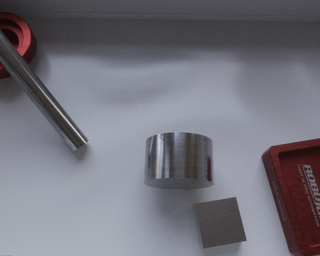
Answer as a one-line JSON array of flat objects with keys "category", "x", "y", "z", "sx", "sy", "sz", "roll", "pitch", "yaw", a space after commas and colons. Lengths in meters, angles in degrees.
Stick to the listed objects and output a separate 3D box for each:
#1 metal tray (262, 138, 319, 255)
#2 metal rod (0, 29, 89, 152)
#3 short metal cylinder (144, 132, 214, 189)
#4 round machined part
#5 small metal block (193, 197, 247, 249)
[{"category": "metal tray", "x": 0.189, "y": 0.081, "z": 0.379, "sx": 0.091, "sy": 0.030, "sz": 0.129, "roll": -9, "pitch": 70, "yaw": -4}, {"category": "metal rod", "x": -0.192, "y": -0.095, "z": 0.381, "sx": 0.025, "sy": 0.025, "sz": 0.299, "roll": -39, "pitch": 98, "yaw": -13}, {"category": "short metal cylinder", "x": 0.022, "y": 0.041, "z": 0.366, "sx": 0.081, "sy": 0.080, "sz": 0.050, "roll": 1, "pitch": 70, "yaw": 0}, {"category": "round machined part", "x": -0.224, "y": -0.112, "z": 0.439, "sx": 0.099, "sy": 0.042, "sz": 0.098, "roll": 0, "pitch": 70, "yaw": -1}, {"category": "small metal block", "x": 0.070, "y": 0.113, "z": 0.369, "sx": 0.050, "sy": 0.025, "sz": 0.050, "roll": -9, "pitch": 70, "yaw": -4}]
